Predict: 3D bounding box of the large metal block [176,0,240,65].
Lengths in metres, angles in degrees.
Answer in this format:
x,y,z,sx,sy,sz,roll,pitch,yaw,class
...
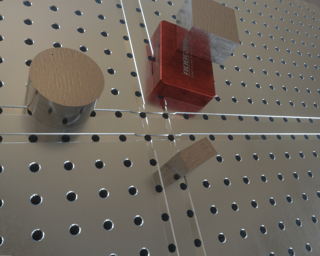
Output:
x,y,z,sx,sy,sz,roll,pitch,yaw,class
0.073,-0.156,0.487,0.081,0.050,0.080,14,56,-20,large metal block

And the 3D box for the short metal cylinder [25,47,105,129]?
x,y,z,sx,sy,sz,roll,pitch,yaw,class
-0.111,-0.046,0.360,0.081,0.050,0.080,14,56,-21,short metal cylinder

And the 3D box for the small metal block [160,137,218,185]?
x,y,z,sx,sy,sz,roll,pitch,yaw,class
0.035,0.041,0.386,0.050,0.050,0.025,-25,76,-37,small metal block

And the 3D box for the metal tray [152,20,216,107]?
x,y,z,sx,sy,sz,roll,pitch,yaw,class
0.036,-0.102,0.487,0.091,0.030,0.130,14,56,-21,metal tray
